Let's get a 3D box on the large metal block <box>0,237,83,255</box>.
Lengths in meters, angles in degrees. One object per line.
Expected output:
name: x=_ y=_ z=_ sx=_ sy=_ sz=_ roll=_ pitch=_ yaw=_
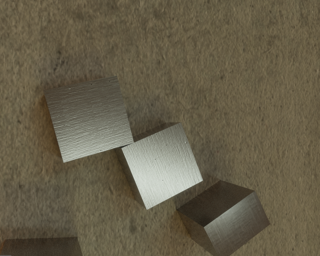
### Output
large metal block: x=-0.129 y=0.157 z=0.333 sx=0.081 sy=0.080 sz=0.050 roll=6 pitch=88 yaw=-20

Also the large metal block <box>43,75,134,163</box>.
large metal block: x=-0.085 y=-0.012 z=0.365 sx=0.081 sy=0.050 sz=0.080 roll=-15 pitch=96 yaw=-20

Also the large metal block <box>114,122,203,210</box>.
large metal block: x=-0.004 y=0.044 z=0.396 sx=0.081 sy=0.050 sz=0.080 roll=-24 pitch=98 yaw=-19

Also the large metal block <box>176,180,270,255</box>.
large metal block: x=0.081 y=0.118 z=0.411 sx=0.080 sy=0.080 sz=0.050 roll=-29 pitch=100 yaw=-18
